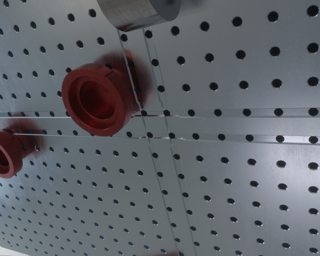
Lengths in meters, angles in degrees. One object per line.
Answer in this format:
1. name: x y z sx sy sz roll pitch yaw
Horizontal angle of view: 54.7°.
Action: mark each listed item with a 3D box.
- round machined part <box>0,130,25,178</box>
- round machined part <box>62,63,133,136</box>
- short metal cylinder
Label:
1. round machined part: -0.297 0.044 0.584 0.098 0.042 0.097 13 124 21
2. round machined part: -0.079 -0.041 0.417 0.098 0.042 0.097 13 124 21
3. short metal cylinder: -0.020 -0.139 0.300 0.050 0.080 0.080 -4 116 30
